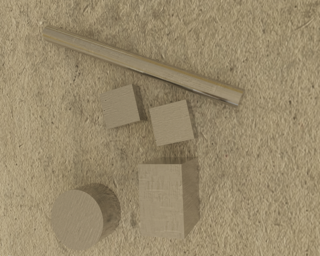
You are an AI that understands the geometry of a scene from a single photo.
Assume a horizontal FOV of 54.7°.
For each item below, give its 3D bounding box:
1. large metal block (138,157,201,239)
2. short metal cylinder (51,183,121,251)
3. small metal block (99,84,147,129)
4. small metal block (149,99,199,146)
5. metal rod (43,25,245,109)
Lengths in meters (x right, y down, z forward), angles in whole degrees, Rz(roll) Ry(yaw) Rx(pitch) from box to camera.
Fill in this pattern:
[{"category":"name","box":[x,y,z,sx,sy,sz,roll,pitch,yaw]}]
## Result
[{"category":"large metal block","box":[0.014,0.079,0.374,0.050,0.080,0.079,-2,89,20]},{"category":"short metal cylinder","box":[-0.102,0.121,0.430,0.080,0.050,0.079,0,90,19]},{"category":"small metal block","box":[-0.050,-0.028,0.426,0.050,0.025,0.050,-15,85,19]},{"category":"small metal block","box":[0.018,-0.006,0.402,0.050,0.025,0.050,-13,86,19]},{"category":"metal rod","box":[-0.034,-0.089,0.420,0.301,0.025,0.025,22,97,18]}]
